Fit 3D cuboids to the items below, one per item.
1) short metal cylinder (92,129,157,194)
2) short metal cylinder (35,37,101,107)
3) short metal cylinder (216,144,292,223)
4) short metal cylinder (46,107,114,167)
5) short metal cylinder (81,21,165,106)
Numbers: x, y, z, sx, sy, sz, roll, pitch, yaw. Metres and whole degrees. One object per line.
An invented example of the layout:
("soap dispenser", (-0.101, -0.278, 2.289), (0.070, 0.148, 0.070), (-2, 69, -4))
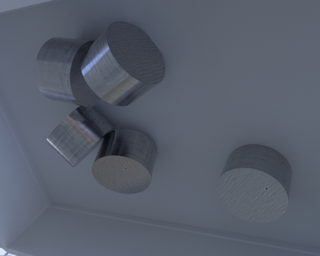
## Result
("short metal cylinder", (-0.048, 0.047, 0.430), (0.080, 0.050, 0.079), (5, 133, 6))
("short metal cylinder", (-0.105, -0.069, 0.384), (0.050, 0.080, 0.079), (12, 123, 21))
("short metal cylinder", (0.114, 0.066, 0.373), (0.080, 0.050, 0.079), (13, 124, 20))
("short metal cylinder", (-0.111, 0.010, 0.435), (0.050, 0.080, 0.080), (45, 129, -3))
("short metal cylinder", (-0.041, -0.071, 0.349), (0.050, 0.080, 0.080), (-32, 101, 38))
